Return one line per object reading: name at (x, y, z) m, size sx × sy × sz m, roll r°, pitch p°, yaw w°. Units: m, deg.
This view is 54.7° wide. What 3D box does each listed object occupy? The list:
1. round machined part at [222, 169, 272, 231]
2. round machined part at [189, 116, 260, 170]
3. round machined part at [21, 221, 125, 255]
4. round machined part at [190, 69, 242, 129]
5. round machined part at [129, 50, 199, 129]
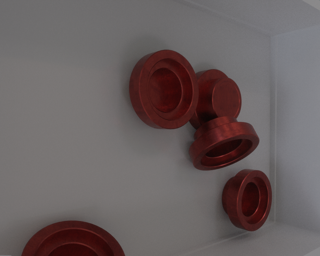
round machined part at (0.140, 0.117, 0.513) m, size 0.099 × 0.042 × 0.097 m, roll 0°, pitch 90°, yaw -40°
round machined part at (0.087, 0.019, 0.445) m, size 0.099 × 0.098 × 0.042 m, roll 10°, pitch 49°, yaw -40°
round machined part at (-0.085, 0.141, 0.299) m, size 0.099 × 0.098 × 0.042 m, roll 0°, pitch 124°, yaw -40°
round machined part at (0.086, -0.040, 0.467) m, size 0.099 × 0.042 × 0.097 m, roll 0°, pitch 90°, yaw -40°
round machined part at (0.001, -0.047, 0.396) m, size 0.099 × 0.042 × 0.097 m, roll 0°, pitch 90°, yaw -40°
